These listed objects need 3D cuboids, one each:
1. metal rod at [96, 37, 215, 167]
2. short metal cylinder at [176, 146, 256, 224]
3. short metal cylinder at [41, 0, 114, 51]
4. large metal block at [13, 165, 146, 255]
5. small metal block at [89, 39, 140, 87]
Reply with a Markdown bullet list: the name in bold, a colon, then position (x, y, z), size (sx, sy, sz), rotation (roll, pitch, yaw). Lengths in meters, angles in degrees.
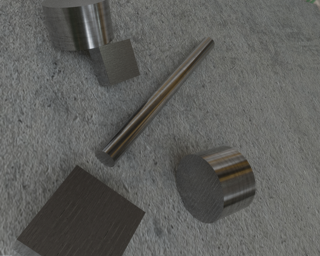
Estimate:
- **metal rod**: position (0.011, -0.056, 0.445), size (0.025, 0.025, 0.301), rotation (40, 51, -2)
- **short metal cylinder**: position (0.064, 0.065, 0.365), size (0.050, 0.080, 0.080), rotation (-11, 68, -33)
- **short metal cylinder**: position (-0.102, -0.136, 0.393), size (0.080, 0.050, 0.080), rotation (-2, 34, 2)
- **large metal block**: position (-0.074, 0.096, 0.290), size (0.080, 0.050, 0.080), rotation (36, 51, -5)
- **small metal block**: position (-0.059, -0.087, 0.411), size (0.050, 0.025, 0.050), rotation (-28, 111, -38)
